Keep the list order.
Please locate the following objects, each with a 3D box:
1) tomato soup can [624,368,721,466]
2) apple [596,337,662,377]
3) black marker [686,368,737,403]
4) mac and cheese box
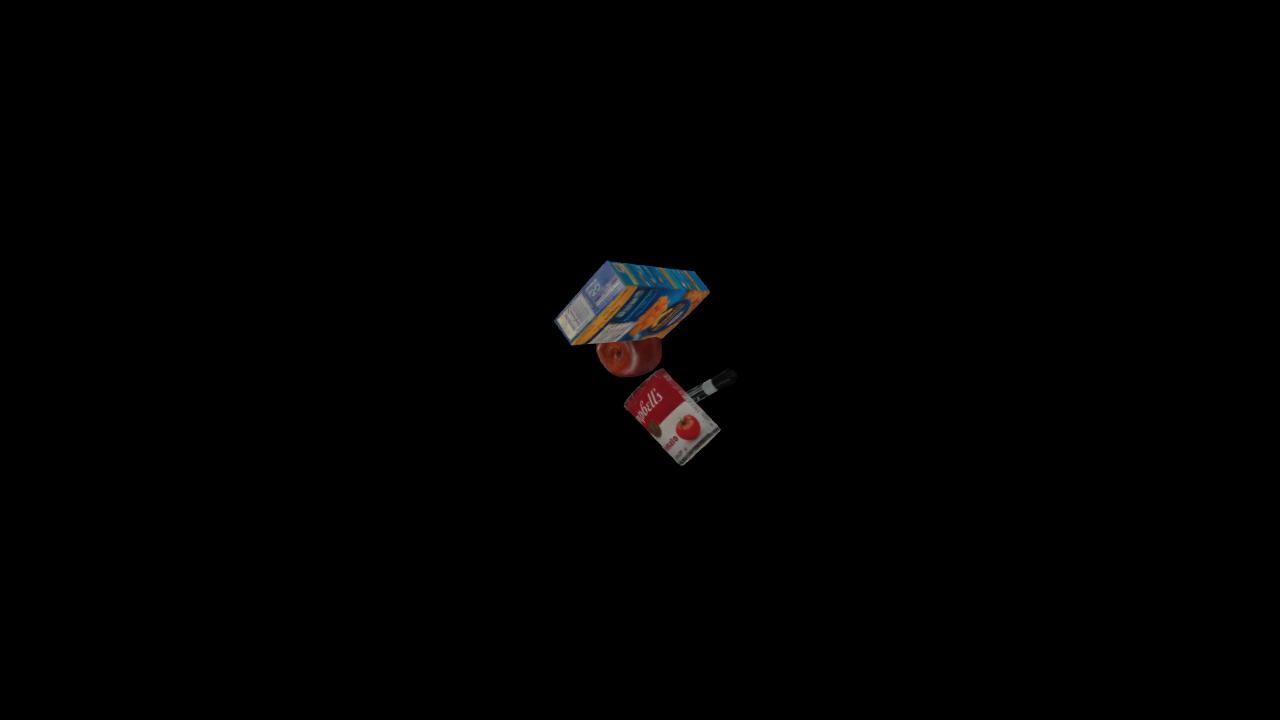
[{"bbox_3d":[0.039,0.069,0.736,0.068,0.101,0.068,-42,-11,-10],"label":"tomato soup can"},{"bbox_3d":[-0.009,-0.017,0.768,0.079,0.079,0.093,0,16,27],"label":"apple"},{"bbox_3d":[0.066,0.043,0.746,0.121,0.020,0.020,-32,-17,29],"label":"black marker"},{"bbox_3d":[-0.002,-0.061,0.679,0.093,0.041,0.184,-45,-20,27],"label":"mac and cheese box"}]
